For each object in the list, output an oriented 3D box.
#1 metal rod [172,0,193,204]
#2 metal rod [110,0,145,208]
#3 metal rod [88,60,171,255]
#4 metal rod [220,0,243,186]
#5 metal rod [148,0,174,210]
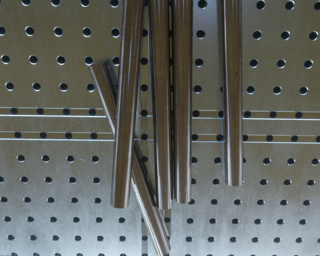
[{"bbox_3d":[0.029,-0.037,0.399,0.025,0.025,0.298,-1,110,0],"label":"metal rod"},{"bbox_3d":[-0.039,-0.044,0.377,0.025,0.025,0.298,5,103,-2],"label":"metal rod"},{"bbox_3d":[-0.036,0.055,0.433,0.025,0.025,0.299,-15,110,5],"label":"metal rod"},{"bbox_3d":[0.091,-0.063,0.390,0.025,0.025,0.298,-5,110,2],"label":"metal rod"},{"bbox_3d":[0.002,-0.027,0.403,0.025,0.025,0.298,-2,110,1],"label":"metal rod"}]
